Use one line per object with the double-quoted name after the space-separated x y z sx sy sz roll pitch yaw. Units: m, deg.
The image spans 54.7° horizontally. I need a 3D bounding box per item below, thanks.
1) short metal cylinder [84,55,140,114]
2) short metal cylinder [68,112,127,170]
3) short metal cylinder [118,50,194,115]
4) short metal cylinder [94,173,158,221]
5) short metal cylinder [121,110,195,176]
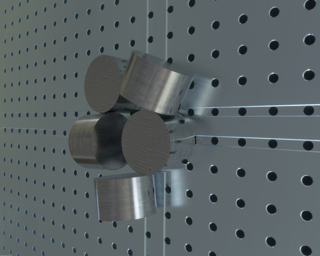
-0.064 -0.061 0.445 0.080 0.050 0.079 0 91 41 "short metal cylinder"
-0.081 0.019 0.442 0.050 0.081 0.080 -3 88 39 "short metal cylinder"
-0.005 -0.056 0.378 0.080 0.081 0.050 35 111 34 "short metal cylinder"
-0.045 0.088 0.410 0.080 0.081 0.050 -8 86 40 "short metal cylinder"
-0.003 0.018 0.396 0.080 0.050 0.079 1 91 39 "short metal cylinder"
